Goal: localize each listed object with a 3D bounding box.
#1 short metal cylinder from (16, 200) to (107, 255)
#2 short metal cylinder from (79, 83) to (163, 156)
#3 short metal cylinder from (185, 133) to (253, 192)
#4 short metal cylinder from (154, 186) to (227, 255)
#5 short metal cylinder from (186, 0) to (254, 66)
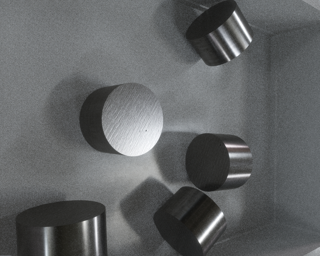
[{"bbox_3d":[-0.092,0.104,0.294,0.081,0.080,0.050,-4,93,-40],"label":"short metal cylinder"},{"bbox_3d":[-0.043,-0.009,0.354,0.081,0.050,0.080,0,90,-40],"label":"short metal cylinder"},{"bbox_3d":[0.082,0.048,0.440,0.050,0.080,0.080,4,87,-40],"label":"short metal cylinder"},{"bbox_3d":[0.038,0.123,0.403,0.050,0.080,0.080,-38,114,-33],"label":"short metal cylinder"},{"bbox_3d":[0.084,-0.134,0.441,0.050,0.080,0.080,46,62,-30],"label":"short metal cylinder"}]
